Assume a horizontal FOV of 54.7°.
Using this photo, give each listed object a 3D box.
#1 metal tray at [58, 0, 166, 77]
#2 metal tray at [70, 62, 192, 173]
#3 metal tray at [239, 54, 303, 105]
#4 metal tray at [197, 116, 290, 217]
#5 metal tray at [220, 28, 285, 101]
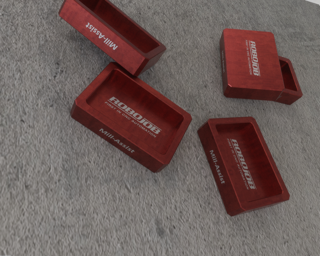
[{"bbox_3d":[-0.060,-0.132,0.427,0.130,0.030,0.090,39,29,-2],"label":"metal tray"},{"bbox_3d":[-0.032,-0.015,0.392,0.130,0.030,0.090,35,51,-5],"label":"metal tray"},{"bbox_3d":[0.189,-0.097,0.560,0.131,0.030,0.090,10,58,-23],"label":"metal tray"},{"bbox_3d":[0.115,0.048,0.432,0.091,0.030,0.130,-3,63,-30],"label":"metal tray"},{"bbox_3d":[0.152,-0.109,0.525,0.091,0.030,0.130,4,60,-3],"label":"metal tray"}]
